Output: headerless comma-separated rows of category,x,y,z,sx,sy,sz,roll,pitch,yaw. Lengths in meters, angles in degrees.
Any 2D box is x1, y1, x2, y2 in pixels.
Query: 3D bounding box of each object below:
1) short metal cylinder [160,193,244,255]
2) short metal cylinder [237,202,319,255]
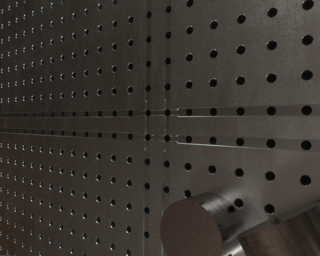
short metal cylinder,0.047,0.118,0.353,0.080,0.050,0.079,0,90,39
short metal cylinder,0.117,0.106,0.276,0.080,0.081,0.050,-37,68,34
